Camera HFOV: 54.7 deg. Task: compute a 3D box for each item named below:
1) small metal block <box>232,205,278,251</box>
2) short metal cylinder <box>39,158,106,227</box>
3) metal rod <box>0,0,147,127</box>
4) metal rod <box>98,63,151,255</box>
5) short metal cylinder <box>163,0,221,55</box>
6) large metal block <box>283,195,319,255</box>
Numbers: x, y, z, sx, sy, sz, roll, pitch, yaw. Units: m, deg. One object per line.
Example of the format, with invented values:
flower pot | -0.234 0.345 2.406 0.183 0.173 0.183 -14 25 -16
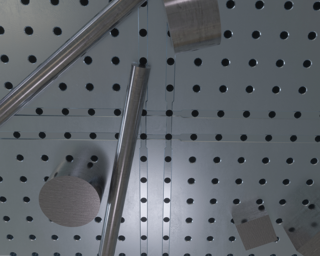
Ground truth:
small metal block | 0.144 0.151 0.471 0.050 0.025 0.050 -22 109 7
short metal cylinder | -0.119 0.089 0.432 0.081 0.050 0.079 0 110 0
metal rod | -0.119 -0.086 0.380 0.300 0.025 0.025 -37 106 12
metal rod | -0.054 0.060 0.434 0.025 0.025 0.298 11 110 -4
short metal cylinder | 0.032 -0.125 0.338 0.050 0.080 0.080 -13 110 4
large metal block | 0.251 0.159 0.461 0.080 0.050 0.080 36 106 -12
